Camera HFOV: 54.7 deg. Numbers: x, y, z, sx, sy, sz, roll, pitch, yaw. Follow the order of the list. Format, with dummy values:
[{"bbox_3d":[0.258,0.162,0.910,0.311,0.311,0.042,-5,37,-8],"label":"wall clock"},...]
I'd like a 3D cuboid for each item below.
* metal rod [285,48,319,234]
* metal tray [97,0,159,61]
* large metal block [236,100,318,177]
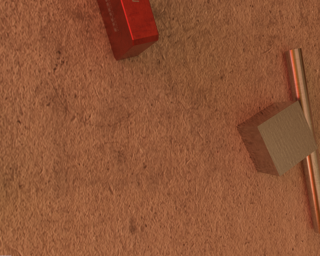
[{"bbox_3d":[0.238,0.023,0.499,0.025,0.025,0.298,-13,95,-20],"label":"metal rod"},{"bbox_3d":[-0.047,-0.152,0.357,0.030,0.090,0.129,-19,97,-19],"label":"metal tray"},{"bbox_3d":[0.174,0.014,0.462,0.080,0.050,0.080,-30,100,-18],"label":"large metal block"}]
